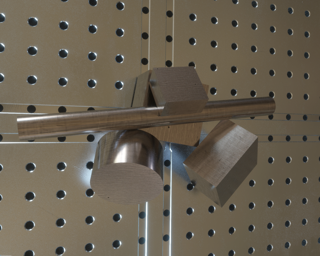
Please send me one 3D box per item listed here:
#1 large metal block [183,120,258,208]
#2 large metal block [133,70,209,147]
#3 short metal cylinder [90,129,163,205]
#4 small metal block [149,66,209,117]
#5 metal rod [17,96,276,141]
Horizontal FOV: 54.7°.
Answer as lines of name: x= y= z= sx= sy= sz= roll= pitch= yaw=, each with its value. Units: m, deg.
large metal block: x=0.082 y=0.046 z=0.403 sx=0.080 sy=0.050 sz=0.080 roll=-47 pitch=148 yaw=-14
large metal block: x=0.009 y=-0.023 z=0.399 sx=0.081 sy=0.050 sz=0.080 roll=11 pitch=86 yaw=-20
short metal cylinder: x=-0.037 y=0.046 z=0.360 sx=0.080 sy=0.080 sz=0.050 roll=21 pitch=41 yaw=-19
small metal block: x=0.020 y=-0.042 z=0.350 sx=0.050 sy=0.025 sz=0.050 roll=-6 pitch=57 yaw=-20
metal rod: x=0.002 y=-0.014 z=0.357 sx=0.303 sy=0.025 sz=0.025 roll=-6 pitch=92 yaw=-20
